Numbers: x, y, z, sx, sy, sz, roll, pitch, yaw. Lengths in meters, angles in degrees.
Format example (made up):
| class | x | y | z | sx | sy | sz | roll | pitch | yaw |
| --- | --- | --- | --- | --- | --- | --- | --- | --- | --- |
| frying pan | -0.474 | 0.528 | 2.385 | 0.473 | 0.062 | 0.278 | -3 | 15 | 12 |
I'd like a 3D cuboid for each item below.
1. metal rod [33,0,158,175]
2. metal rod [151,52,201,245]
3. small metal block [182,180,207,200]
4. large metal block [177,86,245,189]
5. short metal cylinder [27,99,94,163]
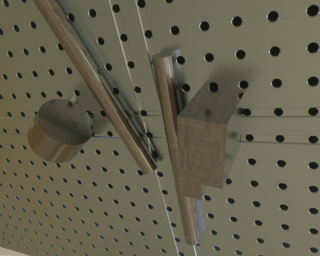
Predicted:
| class | x | y | z | sx | sy | sz | roll | pitch | yaw |
| --- | --- | --- | --- | --- | --- | --- | --- | --- | --- |
| metal rod | -0.087 | -0.064 | 0.417 | 0.025 | 0.025 | 0.299 | -20 | 108 | 35 |
| metal rod | 0.028 | 0.046 | 0.425 | 0.025 | 0.025 | 0.298 | 4 | 120 | 26 |
| small metal block | 0.050 | 0.056 | 0.404 | 0.025 | 0.050 | 0.050 | 12 | 123 | 22 |
| large metal block | 0.059 | 0.008 | 0.350 | 0.050 | 0.080 | 0.079 | 11 | 123 | 22 |
| short metal cylinder | -0.146 | 0.004 | 0.455 | 0.080 | 0.080 | 0.050 | 43 | 129 | -2 |
